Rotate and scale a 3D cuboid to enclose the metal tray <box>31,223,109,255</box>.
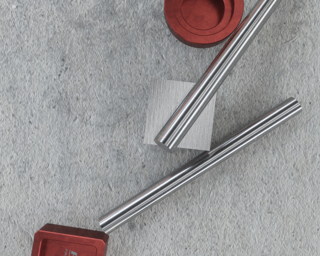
[{"bbox_3d":[-0.123,0.199,0.405,0.091,0.030,0.129,9,90,-1],"label":"metal tray"}]

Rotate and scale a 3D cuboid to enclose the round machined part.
[{"bbox_3d":[0.054,-0.152,0.402,0.099,0.042,0.097,0,90,-1],"label":"round machined part"}]

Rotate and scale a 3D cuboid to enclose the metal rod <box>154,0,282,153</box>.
[{"bbox_3d":[0.090,-0.096,0.374,0.025,0.025,0.300,37,75,0],"label":"metal rod"}]

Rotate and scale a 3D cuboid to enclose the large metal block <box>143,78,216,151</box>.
[{"bbox_3d":[0.025,-0.016,0.398,0.081,0.050,0.079,6,90,-1],"label":"large metal block"}]

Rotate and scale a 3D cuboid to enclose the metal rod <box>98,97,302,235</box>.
[{"bbox_3d":[0.053,0.049,0.410,0.301,0.025,0.025,-32,90,-1],"label":"metal rod"}]
